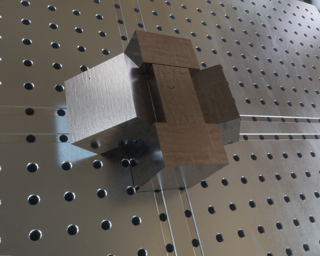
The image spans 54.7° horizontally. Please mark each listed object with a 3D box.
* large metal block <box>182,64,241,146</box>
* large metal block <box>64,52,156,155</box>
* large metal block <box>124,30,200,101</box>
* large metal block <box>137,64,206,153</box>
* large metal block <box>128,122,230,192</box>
[{"bbox_3d":[0.070,-0.025,0.416,0.050,0.080,0.080,-16,64,6],"label":"large metal block"},{"bbox_3d":[-0.056,-0.025,0.351,0.050,0.080,0.080,37,36,-59],"label":"large metal block"},{"bbox_3d":[-0.006,-0.079,0.418,0.081,0.080,0.050,1,62,-28],"label":"large metal block"},{"bbox_3d":[0.004,-0.021,0.388,0.050,0.080,0.080,1,61,-28],"label":"large metal block"},{"bbox_3d":[0.018,0.035,0.361,0.081,0.080,0.050,1,62,-28],"label":"large metal block"}]
